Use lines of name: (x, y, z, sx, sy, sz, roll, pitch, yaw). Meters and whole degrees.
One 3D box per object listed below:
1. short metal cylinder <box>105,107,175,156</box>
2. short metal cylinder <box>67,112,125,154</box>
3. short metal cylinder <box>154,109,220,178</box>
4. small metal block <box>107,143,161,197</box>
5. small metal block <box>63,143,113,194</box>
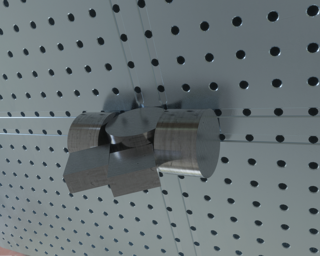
short metal cylinder: (-0.024, 0.012, 0.396, 0.080, 0.080, 0.050, 1, 119, 27)
short metal cylinder: (-0.080, 0.018, 0.428, 0.050, 0.080, 0.080, 1, 119, 28)
short metal cylinder: (0.035, 0.017, 0.367, 0.050, 0.080, 0.080, 1, 119, 29)
small metal block: (-0.028, 0.045, 0.338, 0.050, 0.050, 0.025, -13, 115, 0)
small metal block: (-0.080, 0.046, 0.360, 0.050, 0.050, 0.025, -14, 115, -1)
